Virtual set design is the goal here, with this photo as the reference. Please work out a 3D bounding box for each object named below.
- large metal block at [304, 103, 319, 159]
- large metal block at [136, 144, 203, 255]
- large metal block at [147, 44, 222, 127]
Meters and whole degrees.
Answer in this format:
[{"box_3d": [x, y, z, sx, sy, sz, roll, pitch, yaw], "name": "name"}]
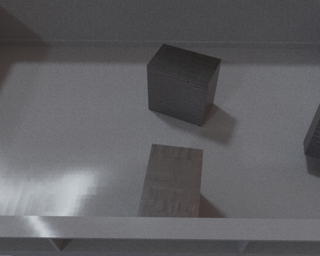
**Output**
[{"box_3d": [0.224, 0.001, 0.360, 0.080, 0.079, 0.050, 20, 22, 17], "name": "large metal block"}, {"box_3d": [0.011, 0.074, 0.307, 0.050, 0.080, 0.080, 6, 50, 5], "name": "large metal block"}, {"box_3d": [0.031, -0.057, 0.417, 0.080, 0.080, 0.050, 19, 53, 15], "name": "large metal block"}]
